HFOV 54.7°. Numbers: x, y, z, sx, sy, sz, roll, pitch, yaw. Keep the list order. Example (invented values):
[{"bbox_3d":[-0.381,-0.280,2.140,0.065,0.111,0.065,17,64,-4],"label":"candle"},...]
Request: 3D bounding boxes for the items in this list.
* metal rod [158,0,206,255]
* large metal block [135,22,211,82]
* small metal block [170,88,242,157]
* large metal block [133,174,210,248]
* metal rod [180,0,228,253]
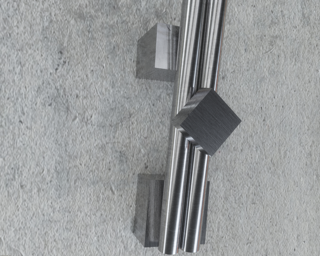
[{"bbox_3d":[0.024,-0.008,0.342,0.025,0.025,0.298,3,96,-20],"label":"metal rod"},{"bbox_3d":[0.020,-0.089,0.389,0.081,0.080,0.050,3,89,-20],"label":"large metal block"},{"bbox_3d":[0.048,-0.007,0.324,0.050,0.025,0.050,44,82,-21],"label":"small metal block"},{"bbox_3d":[0.014,0.104,0.402,0.081,0.050,0.080,5,88,-20],"label":"large metal block"},{"bbox_3d":[0.048,-0.007,0.351,0.025,0.025,0.298,3,96,-20],"label":"metal rod"}]
